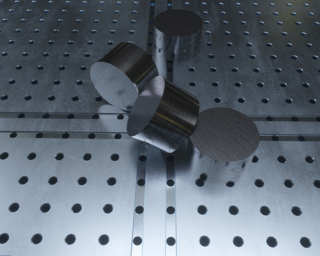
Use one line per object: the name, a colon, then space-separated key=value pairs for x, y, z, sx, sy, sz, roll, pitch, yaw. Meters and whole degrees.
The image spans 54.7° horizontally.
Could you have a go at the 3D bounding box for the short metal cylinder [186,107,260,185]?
short metal cylinder: x=0.073 y=0.021 z=0.374 sx=0.081 sy=0.050 sz=0.080 roll=0 pitch=50 yaw=0

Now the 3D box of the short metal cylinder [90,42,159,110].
short metal cylinder: x=-0.049 y=-0.071 z=0.431 sx=0.080 sy=0.080 sz=0.050 roll=25 pitch=55 yaw=19

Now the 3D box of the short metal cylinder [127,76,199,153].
short metal cylinder: x=0.002 y=-0.016 z=0.376 sx=0.050 sy=0.080 sz=0.080 roll=27 pitch=46 yaw=-24

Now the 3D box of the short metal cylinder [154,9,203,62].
short metal cylinder: x=0.030 y=-0.157 z=0.523 sx=0.081 sy=0.050 sz=0.080 roll=0 pitch=50 yaw=0
